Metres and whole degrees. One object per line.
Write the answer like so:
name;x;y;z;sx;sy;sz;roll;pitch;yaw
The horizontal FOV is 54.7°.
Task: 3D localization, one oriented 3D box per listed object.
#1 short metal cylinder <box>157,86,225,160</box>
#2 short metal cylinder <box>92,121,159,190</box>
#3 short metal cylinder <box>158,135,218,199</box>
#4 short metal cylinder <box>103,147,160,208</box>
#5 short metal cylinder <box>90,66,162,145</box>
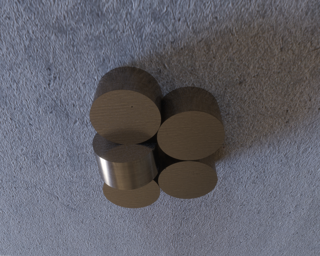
short metal cylinder;0.037;-0.005;0.387;0.081;0.050;0.079;0;131;0
short metal cylinder;-0.042;0.033;0.400;0.080;0.080;0.050;-2;130;2
short metal cylinder;0.038;0.056;0.439;0.080;0.050;0.079;0;131;1
short metal cylinder;-0.039;0.073;0.454;0.080;0.050;0.079;0;131;1
short metal cylinder;-0.039;-0.026;0.369;0.080;0.050;0.079;0;131;1
